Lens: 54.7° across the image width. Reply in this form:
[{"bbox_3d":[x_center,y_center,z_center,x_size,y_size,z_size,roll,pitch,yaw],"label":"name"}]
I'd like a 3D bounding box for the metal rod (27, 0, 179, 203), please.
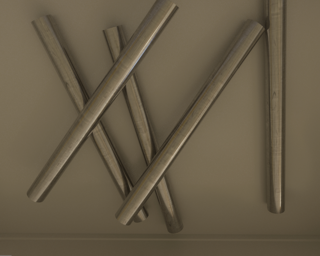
[{"bbox_3d":[-0.078,-0.023,0.373,0.025,0.025,0.299,34,106,-12],"label":"metal rod"}]

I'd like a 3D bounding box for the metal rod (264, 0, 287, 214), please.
[{"bbox_3d":[0.152,-0.019,0.406,0.025,0.025,0.298,-7,110,2],"label":"metal rod"}]

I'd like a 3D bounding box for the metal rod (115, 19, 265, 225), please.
[{"bbox_3d":[0.032,0.000,0.392,0.025,0.025,0.299,32,100,-11],"label":"metal rod"}]

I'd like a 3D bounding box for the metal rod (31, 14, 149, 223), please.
[{"bbox_3d":[-0.084,0.002,0.410,0.025,0.025,0.299,-21,109,7],"label":"metal rod"}]

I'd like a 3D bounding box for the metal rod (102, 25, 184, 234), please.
[{"bbox_3d":[-0.017,0.016,0.416,0.025,0.025,0.298,-15,110,5],"label":"metal rod"}]
